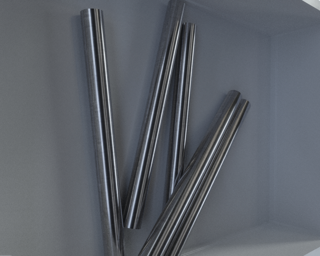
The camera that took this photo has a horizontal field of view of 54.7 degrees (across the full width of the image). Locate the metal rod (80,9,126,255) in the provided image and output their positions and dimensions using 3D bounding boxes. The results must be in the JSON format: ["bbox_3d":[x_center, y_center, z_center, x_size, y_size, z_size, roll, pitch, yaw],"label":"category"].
[{"bbox_3d":[-0.063,0.020,0.353,0.025,0.025,0.298,-8,95,-40],"label":"metal rod"}]

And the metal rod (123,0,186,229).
[{"bbox_3d":[-0.006,-0.025,0.400,0.025,0.025,0.299,19,78,-39],"label":"metal rod"}]

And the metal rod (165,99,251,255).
[{"bbox_3d":[0.071,0.064,0.444,0.025,0.025,0.301,53,53,-27],"label":"metal rod"}]

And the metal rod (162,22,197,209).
[{"bbox_3d":[0.026,0.004,0.427,0.025,0.025,0.298,9,84,-40],"label":"metal rod"}]

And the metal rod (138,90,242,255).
[{"bbox_3d":[0.054,0.048,0.423,0.025,0.025,0.301,55,50,-26],"label":"metal rod"}]
